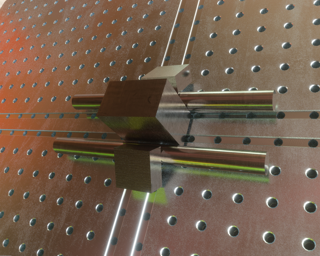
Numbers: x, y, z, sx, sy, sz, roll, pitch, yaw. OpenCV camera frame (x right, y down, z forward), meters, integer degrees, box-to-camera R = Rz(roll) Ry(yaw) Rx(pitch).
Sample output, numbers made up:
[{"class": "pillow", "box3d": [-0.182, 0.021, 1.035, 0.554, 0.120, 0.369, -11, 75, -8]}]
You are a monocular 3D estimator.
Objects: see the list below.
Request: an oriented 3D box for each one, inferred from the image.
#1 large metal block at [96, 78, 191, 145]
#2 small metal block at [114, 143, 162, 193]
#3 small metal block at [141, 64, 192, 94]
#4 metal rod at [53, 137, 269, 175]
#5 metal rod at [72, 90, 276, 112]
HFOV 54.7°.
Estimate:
[{"class": "large metal block", "box3d": [-0.017, -0.016, 0.386, 0.080, 0.080, 0.050, 2, 63, 29]}, {"class": "small metal block", "box3d": [-0.026, 0.047, 0.373, 0.050, 0.025, 0.050, 3, 101, 29]}, {"class": "small metal block", "box3d": [0.010, -0.066, 0.424, 0.050, 0.025, 0.050, 1, 28, 28]}, {"class": "metal rod", "box3d": [-0.020, 0.032, 0.395, 0.300, 0.025, 0.025, 2, 63, 29]}, {"class": "metal rod", "box3d": [-0.001, -0.036, 0.426, 0.300, 0.025, 0.025, 2, 63, 29]}]
